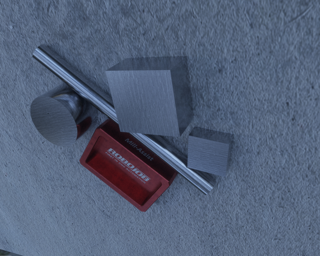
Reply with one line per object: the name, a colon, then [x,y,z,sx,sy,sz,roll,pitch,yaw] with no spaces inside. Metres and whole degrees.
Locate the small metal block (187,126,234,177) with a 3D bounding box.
small metal block: [0.063,0.029,0.393,0.050,0.025,0.050,12,124,21]

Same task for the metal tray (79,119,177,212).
metal tray: [-0.050,0.058,0.466,0.130,0.030,0.089,38,129,2]

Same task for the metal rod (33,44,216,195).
metal rod: [-0.049,-0.012,0.424,0.300,0.025,0.025,39,129,1]

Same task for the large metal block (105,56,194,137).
large metal block: [-0.009,-0.039,0.371,0.080,0.050,0.079,4,121,25]

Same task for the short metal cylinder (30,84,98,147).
short metal cylinder: [-0.138,-0.020,0.450,0.080,0.050,0.079,13,124,20]
